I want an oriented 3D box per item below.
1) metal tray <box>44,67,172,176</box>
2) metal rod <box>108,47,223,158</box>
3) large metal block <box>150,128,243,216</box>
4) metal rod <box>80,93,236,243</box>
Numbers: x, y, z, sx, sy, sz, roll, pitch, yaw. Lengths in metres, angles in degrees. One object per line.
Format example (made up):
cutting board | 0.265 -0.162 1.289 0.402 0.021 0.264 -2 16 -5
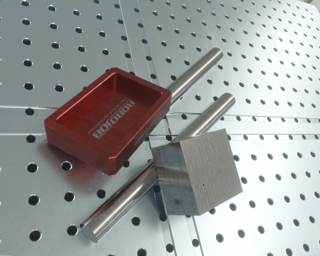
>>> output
metal tray | -0.055 -0.015 0.362 0.090 0.030 0.131 26 47 15
metal rod | 0.016 -0.047 0.447 0.025 0.025 0.302 44 51 2
large metal block | 0.045 0.050 0.367 0.081 0.050 0.080 -13 88 -41
metal rod | 0.019 0.030 0.402 0.025 0.025 0.302 47 51 4
